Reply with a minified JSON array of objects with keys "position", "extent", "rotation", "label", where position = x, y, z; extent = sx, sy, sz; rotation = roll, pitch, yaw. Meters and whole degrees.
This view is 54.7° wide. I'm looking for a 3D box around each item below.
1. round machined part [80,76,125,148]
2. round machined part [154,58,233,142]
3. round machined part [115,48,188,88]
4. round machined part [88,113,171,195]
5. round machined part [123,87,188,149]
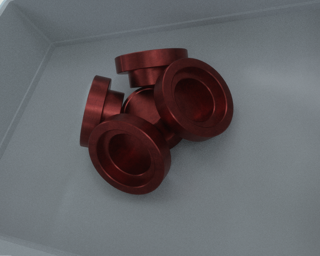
[{"position":[-0.075,-0.019,0.418],"extent":[0.042,0.098,0.098],"rotation":[12,62,-8],"label":"round machined part"},{"position":[0.036,-0.030,0.369],"extent":[0.042,0.099,0.098],"rotation":[-33,40,55],"label":"round machined part"},{"position":[-0.010,-0.079,0.420],"extent":[0.098,0.098,0.042],"rotation":[-3,98,26],"label":"round machined part"},{"position":[-0.032,0.027,0.367],"extent":[0.098,0.097,0.042],"rotation":[-1,25,27],"label":"round machined part"},{"position":[-0.012,-0.017,0.408],"extent":[0.098,0.042,0.098],"rotation":[-13,56,20],"label":"round machined part"}]
